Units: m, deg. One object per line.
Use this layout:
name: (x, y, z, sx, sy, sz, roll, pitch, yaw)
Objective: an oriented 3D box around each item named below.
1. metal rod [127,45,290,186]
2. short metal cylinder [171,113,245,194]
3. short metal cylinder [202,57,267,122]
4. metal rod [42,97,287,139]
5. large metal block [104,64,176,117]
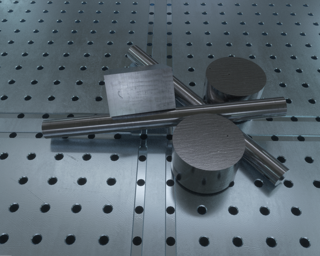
metal rod: (0.049, -0.033, 0.432, 0.025, 0.025, 0.300, -31, 57, -23)
short metal cylinder: (0.054, 0.029, 0.363, 0.081, 0.050, 0.080, 0, 50, 0)
short metal cylinder: (0.102, -0.055, 0.434, 0.081, 0.050, 0.080, 0, 50, 0)
metal rod: (0.003, -0.012, 0.391, 0.302, 0.025, 0.025, -5, 50, 3)
large metal block: (-0.028, -0.053, 0.407, 0.081, 0.050, 0.080, -8, 16, -6)
